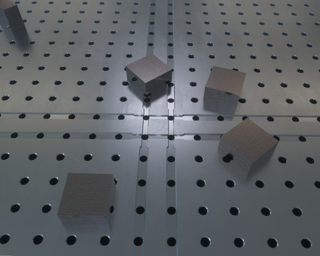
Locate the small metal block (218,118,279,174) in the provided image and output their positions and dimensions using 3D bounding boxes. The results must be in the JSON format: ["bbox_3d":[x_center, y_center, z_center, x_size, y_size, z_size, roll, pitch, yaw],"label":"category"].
[{"bbox_3d":[0.110,0.022,0.390,0.050,0.025,0.050,-32,57,-24],"label":"small metal block"}]

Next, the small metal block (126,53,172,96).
[{"bbox_3d":[-0.017,-0.084,0.478,0.050,0.025,0.050,-31,57,-24],"label":"small metal block"}]

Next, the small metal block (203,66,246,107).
[{"bbox_3d":[0.096,-0.062,0.461,0.050,0.025,0.050,16,52,13],"label":"small metal block"}]

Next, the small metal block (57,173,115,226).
[{"bbox_3d":[-0.079,0.078,0.342,0.050,0.025,0.050,2,50,1],"label":"small metal block"}]

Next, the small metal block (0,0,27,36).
[{"bbox_3d":[-0.275,-0.204,0.562,0.050,0.050,0.025,36,59,26],"label":"small metal block"}]
